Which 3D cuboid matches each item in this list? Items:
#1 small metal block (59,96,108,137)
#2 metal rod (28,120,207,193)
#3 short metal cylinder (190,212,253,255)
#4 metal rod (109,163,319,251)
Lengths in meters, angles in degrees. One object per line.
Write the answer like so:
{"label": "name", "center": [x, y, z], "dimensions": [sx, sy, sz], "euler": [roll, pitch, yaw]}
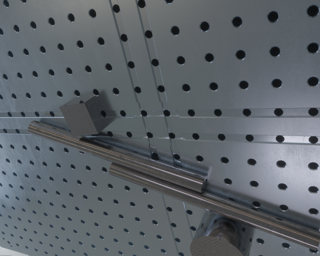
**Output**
{"label": "small metal block", "center": [-0.113, -0.017, 0.461], "dimensions": [0.050, 0.025, 0.050], "euler": [-6, 116, 31]}
{"label": "metal rod", "center": [-0.076, 0.038, 0.475], "dimensions": [0.301, 0.025, 0.025], "euler": [16, 125, 19]}
{"label": "short metal cylinder", "center": [0.090, 0.169, 0.452], "dimensions": [0.080, 0.050, 0.079], "euler": [13, 124, 21]}
{"label": "metal rod", "center": [0.063, 0.103, 0.441], "dimensions": [0.301, 0.025, 0.025], "euler": [17, 125, 18]}
